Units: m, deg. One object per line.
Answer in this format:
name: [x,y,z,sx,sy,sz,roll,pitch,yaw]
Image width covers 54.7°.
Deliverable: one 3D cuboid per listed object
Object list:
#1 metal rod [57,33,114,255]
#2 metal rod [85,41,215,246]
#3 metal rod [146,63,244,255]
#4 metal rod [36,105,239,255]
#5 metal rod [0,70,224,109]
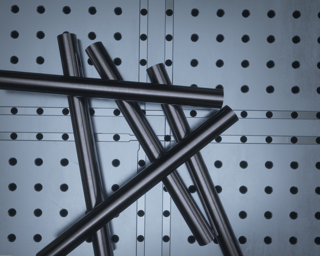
metal rod: [-0.099,0.025,0.411,0.025,0.025,0.298,-10,90,0]
metal rod: [-0.013,0.021,0.413,0.025,0.025,0.299,-30,90,0]
metal rod: [0.051,0.056,0.414,0.025,0.025,0.299,-23,90,0]
metal rod: [-0.028,0.073,0.388,0.300,0.025,0.025,-38,90,-1]
metal rod: [-0.073,-0.049,0.388,0.302,0.025,0.025,5,90,-1]
